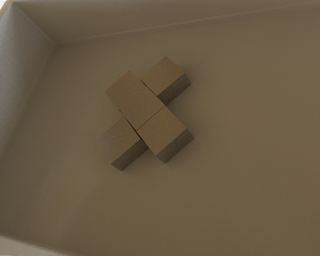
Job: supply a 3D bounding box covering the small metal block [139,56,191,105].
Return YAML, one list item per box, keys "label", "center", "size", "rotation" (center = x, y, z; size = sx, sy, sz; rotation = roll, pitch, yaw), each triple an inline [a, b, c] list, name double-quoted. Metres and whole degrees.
- label: "small metal block"
  center: [0.007, -0.067, 0.441]
  size: [0.050, 0.025, 0.050]
  rotation: [-40, 51, -1]

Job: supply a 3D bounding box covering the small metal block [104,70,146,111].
- label: "small metal block"
  center: [-0.046, -0.050, 0.458]
  size: [0.050, 0.025, 0.050]
  rotation: [-41, 51, 0]

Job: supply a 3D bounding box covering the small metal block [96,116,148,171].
- label: "small metal block"
  center: [-0.051, 0.021, 0.418]
  size: [0.050, 0.025, 0.050]
  rotation: [-41, 51, 1]

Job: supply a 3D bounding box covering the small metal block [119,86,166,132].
- label: "small metal block"
  center: [-0.020, -0.022, 0.426]
  size: [0.050, 0.025, 0.050]
  rotation: [-41, 51, 0]

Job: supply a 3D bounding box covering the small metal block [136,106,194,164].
- label: "small metal block"
  center: [0.006, 0.008, 0.395]
  size: [0.050, 0.025, 0.050]
  rotation: [-41, 51, 0]
